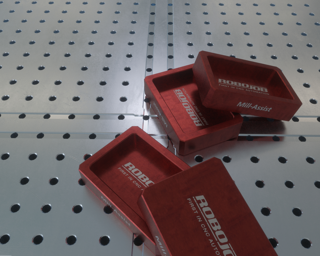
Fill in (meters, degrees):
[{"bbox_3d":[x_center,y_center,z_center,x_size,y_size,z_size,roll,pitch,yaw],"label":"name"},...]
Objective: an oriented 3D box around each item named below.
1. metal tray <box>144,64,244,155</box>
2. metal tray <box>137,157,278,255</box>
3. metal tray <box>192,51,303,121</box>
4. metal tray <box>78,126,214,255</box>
[{"bbox_3d":[0.042,-0.032,0.431,0.091,0.030,0.130,-18,52,-15],"label":"metal tray"},{"bbox_3d":[0.046,0.102,0.290,0.091,0.030,0.130,-21,70,-23],"label":"metal tray"},{"bbox_3d":[0.116,-0.058,0.425,0.131,0.030,0.090,8,43,-15],"label":"metal tray"},{"bbox_3d":[-0.016,0.063,0.351,0.130,0.030,0.090,37,59,26],"label":"metal tray"}]
